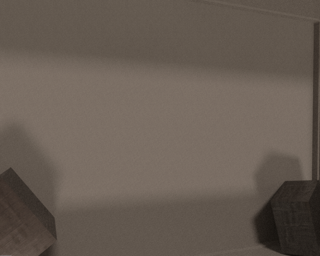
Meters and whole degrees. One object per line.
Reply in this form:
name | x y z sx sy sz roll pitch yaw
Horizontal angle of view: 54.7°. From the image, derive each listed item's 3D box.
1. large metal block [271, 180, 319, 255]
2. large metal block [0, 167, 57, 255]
large metal block | 0.209 0.130 0.458 0.081 0.050 0.080 -21 99 -52
large metal block | -0.156 0.093 0.324 0.050 0.080 0.080 -39 103 -16
